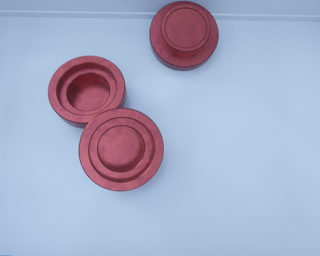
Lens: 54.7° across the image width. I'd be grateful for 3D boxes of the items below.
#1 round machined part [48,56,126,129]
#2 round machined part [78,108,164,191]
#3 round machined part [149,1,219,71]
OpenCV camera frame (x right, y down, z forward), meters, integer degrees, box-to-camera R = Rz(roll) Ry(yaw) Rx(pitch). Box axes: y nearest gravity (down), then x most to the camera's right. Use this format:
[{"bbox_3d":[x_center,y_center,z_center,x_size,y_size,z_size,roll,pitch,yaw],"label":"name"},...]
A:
[{"bbox_3d":[-0.094,-0.044,0.416,0.099,0.042,0.098,0,70,-1],"label":"round machined part"},{"bbox_3d":[-0.048,0.024,0.378,0.099,0.042,0.097,-1,93,-13],"label":"round machined part"},{"bbox_3d":[0.034,-0.134,0.437,0.099,0.042,0.097,0,85,-2],"label":"round machined part"}]
